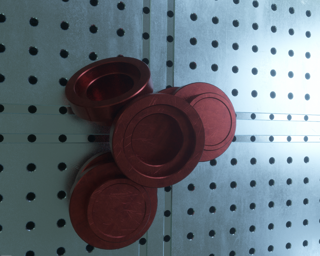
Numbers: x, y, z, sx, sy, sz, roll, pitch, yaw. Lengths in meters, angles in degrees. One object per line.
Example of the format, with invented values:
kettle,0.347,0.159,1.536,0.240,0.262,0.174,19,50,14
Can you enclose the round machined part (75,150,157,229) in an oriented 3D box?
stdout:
round machined part,-0.049,0.075,0.363,0.099,0.042,0.097,0,90,-20

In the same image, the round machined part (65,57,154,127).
round machined part,-0.056,-0.039,0.362,0.099,0.098,0.042,-29,135,-18

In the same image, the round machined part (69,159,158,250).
round machined part,-0.048,0.085,0.340,0.099,0.042,0.097,0,90,-20

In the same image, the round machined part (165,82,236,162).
round machined part,0.051,-0.007,0.376,0.099,0.042,0.097,0,89,-20

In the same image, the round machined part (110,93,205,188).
round machined part,-0.005,0.011,0.333,0.099,0.042,0.097,-3,99,-17

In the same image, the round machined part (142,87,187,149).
round machined part,0.023,-0.003,0.390,0.099,0.042,0.097,0,90,-20
